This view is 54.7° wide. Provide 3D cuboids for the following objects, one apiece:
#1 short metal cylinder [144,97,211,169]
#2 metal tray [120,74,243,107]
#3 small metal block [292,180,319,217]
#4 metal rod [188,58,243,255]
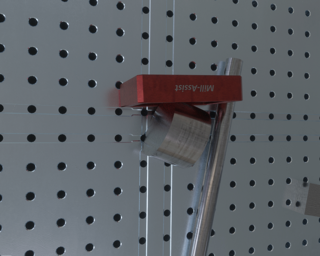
[{"bbox_3d":[0.020,0.006,0.391,0.050,0.080,0.080,23,83,-19],"label":"short metal cylinder"},{"bbox_3d":[0.024,-0.044,0.386,0.131,0.090,0.030,-3,91,-20],"label":"metal tray"},{"bbox_3d":[0.249,0.116,0.504,0.050,0.025,0.050,14,85,-20],"label":"small metal block"},{"bbox_3d":[0.079,0.048,0.441,0.025,0.025,0.298,13,86,-20],"label":"metal rod"}]
